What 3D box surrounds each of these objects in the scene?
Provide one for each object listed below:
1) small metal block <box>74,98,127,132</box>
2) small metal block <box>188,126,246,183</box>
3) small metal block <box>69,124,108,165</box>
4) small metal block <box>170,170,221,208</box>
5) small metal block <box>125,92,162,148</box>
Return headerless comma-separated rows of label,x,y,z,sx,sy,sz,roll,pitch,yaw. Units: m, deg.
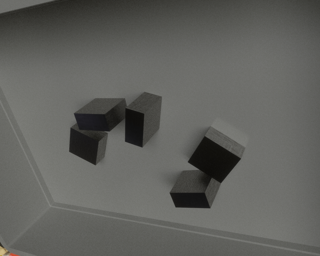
small metal block,-0.079,-0.019,0.422,0.050,0.050,0.025,3,120,27
small metal block,0.071,0.034,0.392,0.050,0.025,0.050,32,129,7
small metal block,-0.112,0.023,0.482,0.050,0.025,0.050,25,127,12
small metal block,0.048,0.081,0.417,0.050,0.050,0.025,-7,115,31
small metal block,-0.021,-0.012,0.396,0.025,0.050,0.050,18,125,18
